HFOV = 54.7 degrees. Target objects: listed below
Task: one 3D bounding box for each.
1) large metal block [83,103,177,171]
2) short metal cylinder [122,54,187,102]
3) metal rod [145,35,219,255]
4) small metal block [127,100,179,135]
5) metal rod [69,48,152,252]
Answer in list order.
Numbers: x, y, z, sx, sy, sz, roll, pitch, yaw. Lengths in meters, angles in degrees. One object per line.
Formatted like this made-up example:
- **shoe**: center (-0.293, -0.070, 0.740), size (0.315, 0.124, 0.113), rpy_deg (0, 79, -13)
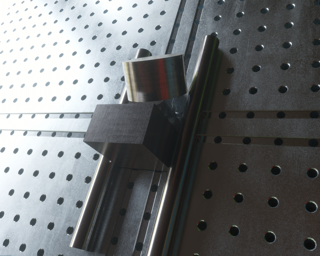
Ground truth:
- **large metal block**: center (-0.031, 0.013, 0.378), size (0.080, 0.080, 0.050), rpy_deg (1, 62, 28)
- **short metal cylinder**: center (-0.006, -0.068, 0.410), size (0.080, 0.050, 0.080), rpy_deg (-7, 16, 2)
- **metal rod**: center (0.035, 0.006, 0.386), size (0.025, 0.025, 0.300), rpy_deg (2, 62, 29)
- **small metal block**: center (-0.010, -0.013, 0.405), size (0.050, 0.050, 0.025), rpy_deg (2, 63, 28)
- **metal rod**: center (-0.060, 0.013, 0.432), size (0.025, 0.025, 0.300), rpy_deg (1, 62, 28)
